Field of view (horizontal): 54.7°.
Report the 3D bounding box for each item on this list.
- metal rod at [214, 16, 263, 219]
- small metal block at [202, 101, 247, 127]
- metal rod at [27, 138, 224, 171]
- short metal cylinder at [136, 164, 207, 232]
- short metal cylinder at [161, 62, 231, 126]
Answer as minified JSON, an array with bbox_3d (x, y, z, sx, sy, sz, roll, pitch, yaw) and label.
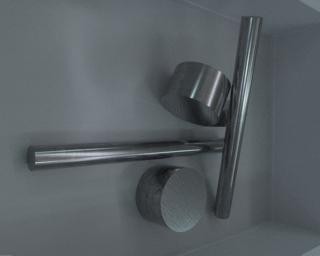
[{"bbox_3d":[0.104,0.002,0.432,0.025,0.025,0.298,-19,123,-39],"label":"metal rod"},{"bbox_3d":[0.096,-0.023,0.473,0.050,0.050,0.025,-28,108,-37],"label":"small metal block"},{"bbox_3d":[-0.010,0.029,0.399,0.302,0.025,0.025,-1,91,-40],"label":"metal rod"},{"bbox_3d":[0.015,0.089,0.406,0.081,0.050,0.079,0,90,-40],"label":"short metal cylinder"},{"bbox_3d":[0.048,-0.044,0.413,0.080,0.080,0.050,36,68,-35],"label":"short metal cylinder"}]
